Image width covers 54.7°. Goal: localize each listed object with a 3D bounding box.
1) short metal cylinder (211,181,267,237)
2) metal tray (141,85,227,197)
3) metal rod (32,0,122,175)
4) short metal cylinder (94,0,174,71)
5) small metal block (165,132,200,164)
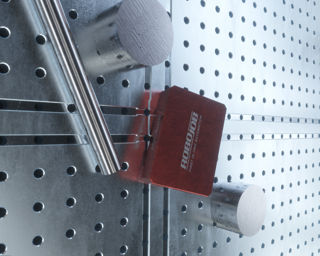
[{"bbox_3d":[0.128,0.128,0.500,0.081,0.050,0.079,0,90,-40],"label":"short metal cylinder"},{"bbox_3d":[0.035,0.019,0.416,0.091,0.030,0.130,18,76,-22],"label":"metal tray"},{"bbox_3d":[-0.101,-0.088,0.323,0.025,0.025,0.298,-30,109,-36],"label":"metal rod"},{"bbox_3d":[-0.030,-0.110,0.367,0.081,0.050,0.079,0,90,-40],"label":"short metal cylinder"},{"bbox_3d":[0.030,0.028,0.434,0.050,0.025,0.050,-28,107,-37],"label":"small metal block"}]
